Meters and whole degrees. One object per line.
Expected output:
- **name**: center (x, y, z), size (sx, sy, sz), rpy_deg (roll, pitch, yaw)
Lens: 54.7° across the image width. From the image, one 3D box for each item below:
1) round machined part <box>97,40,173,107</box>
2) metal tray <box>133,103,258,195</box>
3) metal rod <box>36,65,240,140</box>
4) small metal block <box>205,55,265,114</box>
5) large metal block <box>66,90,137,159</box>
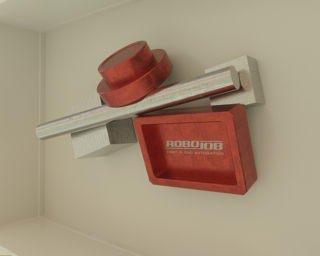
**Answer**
- **round machined part**: center (-0.037, -0.072, 0.383), size (0.098, 0.098, 0.042), rpy_deg (-6, 127, 39)
- **metal tray**: center (0.036, 0.023, 0.352), size (0.130, 0.030, 0.089), rpy_deg (-2, 108, 39)
- **metal rod**: center (-0.050, -0.022, 0.386), size (0.300, 0.025, 0.025), rpy_deg (-13, 82, 31)
- **small metal block**: center (0.081, -0.045, 0.337), size (0.050, 0.025, 0.050), rpy_deg (-15, 81, 38)
- **large metal block**: center (-0.088, -0.004, 0.458), size (0.080, 0.050, 0.080), rpy_deg (-23, 76, 37)
